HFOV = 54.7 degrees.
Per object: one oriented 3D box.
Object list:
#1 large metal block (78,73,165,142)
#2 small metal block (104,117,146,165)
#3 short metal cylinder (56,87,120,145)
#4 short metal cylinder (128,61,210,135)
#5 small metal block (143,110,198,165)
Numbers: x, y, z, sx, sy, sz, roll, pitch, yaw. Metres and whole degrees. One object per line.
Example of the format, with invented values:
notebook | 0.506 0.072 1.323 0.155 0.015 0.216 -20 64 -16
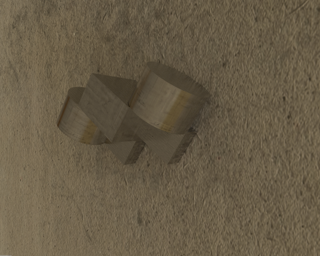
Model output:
large metal block | -0.046 -0.026 0.410 0.080 0.081 0.050 42 115 31
small metal block | -0.048 0.017 0.447 0.050 0.025 0.050 43 116 31
short metal cylinder | -0.105 -0.019 0.457 0.080 0.081 0.050 43 116 31
short metal cylinder | 0.010 -0.036 0.362 0.080 0.081 0.050 43 116 31
small metal block | 0.012 0.011 0.397 0.050 0.025 0.050 43 116 31
